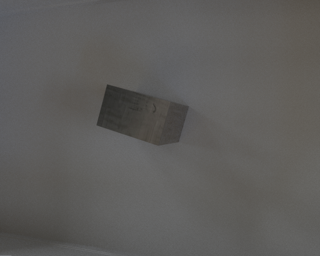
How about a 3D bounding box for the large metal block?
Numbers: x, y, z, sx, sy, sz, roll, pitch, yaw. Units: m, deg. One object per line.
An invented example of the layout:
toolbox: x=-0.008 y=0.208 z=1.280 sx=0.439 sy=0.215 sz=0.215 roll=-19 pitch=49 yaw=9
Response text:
large metal block: x=-0.018 y=-0.016 z=0.387 sx=0.080 sy=0.080 sz=0.050 roll=17 pitch=96 yaw=19
